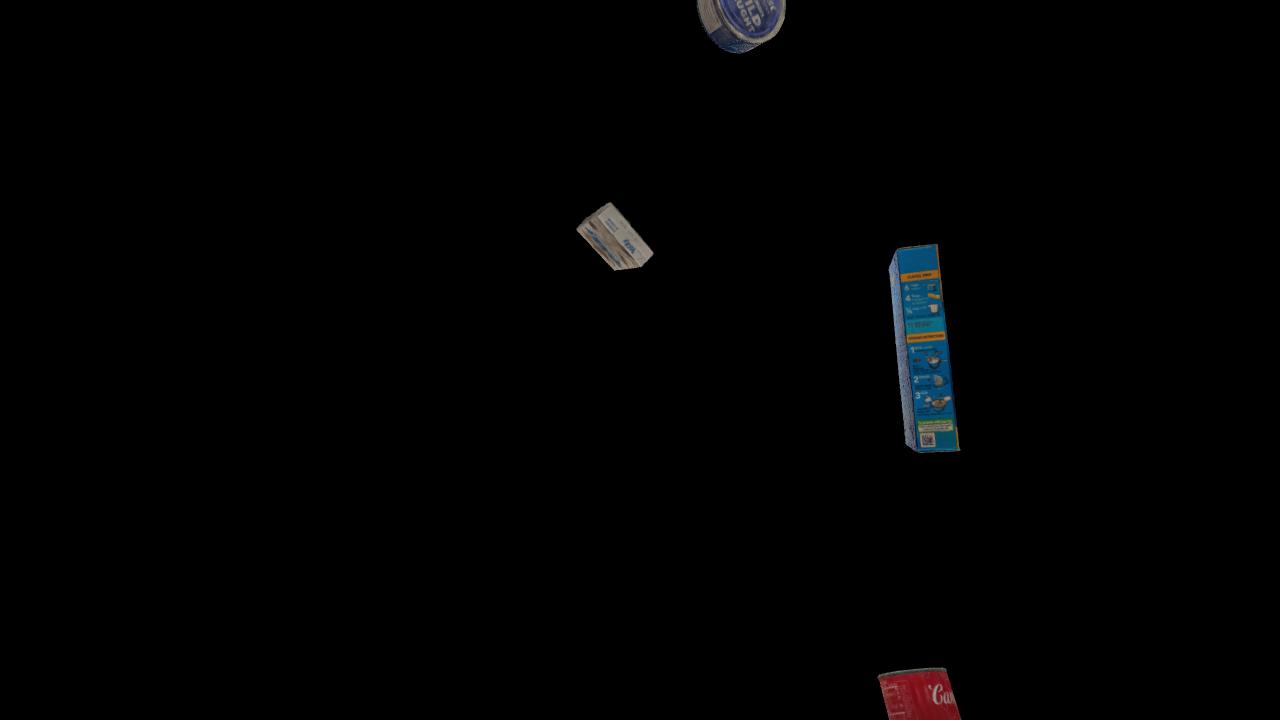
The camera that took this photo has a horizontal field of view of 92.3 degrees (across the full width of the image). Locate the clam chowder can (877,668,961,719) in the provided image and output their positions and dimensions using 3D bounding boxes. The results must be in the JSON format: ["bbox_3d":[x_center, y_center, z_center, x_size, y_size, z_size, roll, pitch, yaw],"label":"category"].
[{"bbox_3d":[0.280,0.361,0.600,0.068,0.102,0.068,-3,-33,-2],"label":"clam chowder can"}]

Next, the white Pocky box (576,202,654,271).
[{"bbox_3d":[-0.036,-0.157,0.805,0.084,0.028,0.154,47,-7,-15],"label":"white Pocky box"}]

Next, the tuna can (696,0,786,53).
[{"bbox_3d":[0.095,-0.337,0.579,0.084,0.084,0.034,0,4,-29],"label":"tuna can"}]

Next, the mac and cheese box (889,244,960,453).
[{"bbox_3d":[0.266,-0.008,0.583,0.041,0.184,0.093,-5,-5,18],"label":"mac and cheese box"}]
